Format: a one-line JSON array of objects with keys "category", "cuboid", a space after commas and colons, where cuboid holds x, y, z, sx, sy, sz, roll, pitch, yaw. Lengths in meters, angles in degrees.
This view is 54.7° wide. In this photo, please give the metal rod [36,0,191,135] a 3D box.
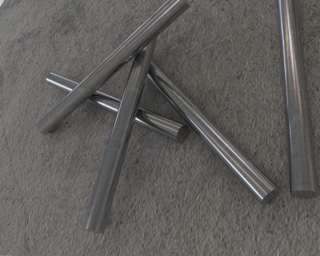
[{"category": "metal rod", "cuboid": [-0.080, -0.081, 0.447, 0.299, 0.025, 0.025, -36, 50, 23]}]

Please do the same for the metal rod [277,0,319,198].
[{"category": "metal rod", "cuboid": [0.156, -0.068, 0.363, 0.025, 0.025, 0.300, -6, 59, 25]}]

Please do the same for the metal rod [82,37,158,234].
[{"category": "metal rod", "cuboid": [-0.043, -0.018, 0.404, 0.025, 0.025, 0.300, -1, 61, 27]}]

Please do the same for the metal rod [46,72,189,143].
[{"category": "metal rod", "cuboid": [-0.083, -0.041, 0.472, 0.300, 0.025, 0.025, 23, 74, 36]}]

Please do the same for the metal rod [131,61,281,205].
[{"category": "metal rod", "cuboid": [0.036, -0.023, 0.399, 0.025, 0.025, 0.300, -40, 51, 1]}]
